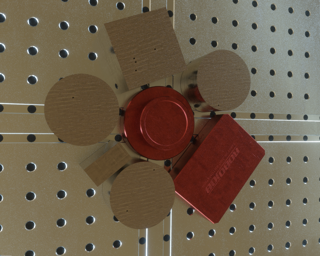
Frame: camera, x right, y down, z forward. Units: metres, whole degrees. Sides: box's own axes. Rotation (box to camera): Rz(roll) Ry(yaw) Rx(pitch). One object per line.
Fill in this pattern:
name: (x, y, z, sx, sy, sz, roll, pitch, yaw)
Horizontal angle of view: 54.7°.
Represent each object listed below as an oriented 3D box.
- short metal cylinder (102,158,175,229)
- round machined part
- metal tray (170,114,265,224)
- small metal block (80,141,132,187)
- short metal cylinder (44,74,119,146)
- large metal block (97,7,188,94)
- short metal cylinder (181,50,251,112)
short metal cylinder: (-0.028, 0.079, 0.389, 0.081, 0.050, 0.080, 0, 90, -20)
round machined part: (0.001, -0.006, 0.403, 0.099, 0.042, 0.097, 0, 90, -20)
metal tray: (0.079, 0.055, 0.438, 0.090, 0.030, 0.130, 42, 76, -15)
small metal block: (-0.067, 0.041, 0.374, 0.050, 0.050, 0.025, -39, 103, -16)
short metal cylinder: (-0.093, -0.020, 0.364, 0.081, 0.050, 0.080, 0, 90, -20)
large metal block: (-0.023, -0.096, 0.391, 0.081, 0.050, 0.080, -23, 98, -19)
short metal cylinder: (0.076, -0.062, 0.426, 0.081, 0.050, 0.080, 0, 90, -20)
